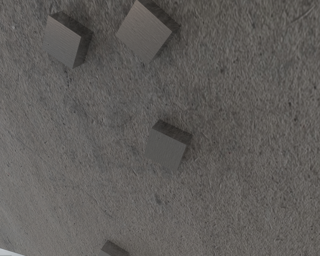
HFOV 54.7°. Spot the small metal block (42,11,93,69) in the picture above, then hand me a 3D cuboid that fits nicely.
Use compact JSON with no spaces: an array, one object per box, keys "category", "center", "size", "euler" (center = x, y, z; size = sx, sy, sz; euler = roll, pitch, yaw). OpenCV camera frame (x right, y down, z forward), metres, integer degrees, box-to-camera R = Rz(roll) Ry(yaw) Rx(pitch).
[{"category":"small metal block","center":[-0.120,-0.113,0.400],"size":[0.050,0.025,0.050],"euler":[34,129,5]}]

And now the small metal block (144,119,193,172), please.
[{"category":"small metal block","center":[0.011,0.024,0.416],"size":[0.050,0.025,0.050],"euler":[26,128,12]}]

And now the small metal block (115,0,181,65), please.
[{"category":"small metal block","center":[-0.014,-0.109,0.347],"size":[0.050,0.025,0.050],"euler":[42,129,-1]}]

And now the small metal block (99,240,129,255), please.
[{"category":"small metal block","center":[-0.093,0.258,0.616],"size":[0.050,0.025,0.050],"euler":[27,128,11]}]
